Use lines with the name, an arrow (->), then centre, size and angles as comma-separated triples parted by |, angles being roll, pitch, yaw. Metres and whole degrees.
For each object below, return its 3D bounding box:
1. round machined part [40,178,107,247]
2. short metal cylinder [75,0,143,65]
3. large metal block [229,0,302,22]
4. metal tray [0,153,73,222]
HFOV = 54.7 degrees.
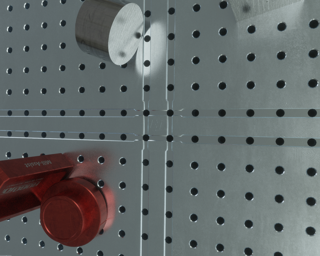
round machined part -> -0.130, 0.124, 0.444 | 0.098, 0.042, 0.097 | 1, 94, 15
short metal cylinder -> -0.064, -0.129, 0.406 | 0.050, 0.080, 0.080 | 23, 98, 18
large metal block -> 0.115, -0.167, 0.343 | 0.080, 0.080, 0.050 | -14, 86, 19
metal tray -> -0.189, 0.082, 0.424 | 0.030, 0.130, 0.090 | 42, 103, 15
